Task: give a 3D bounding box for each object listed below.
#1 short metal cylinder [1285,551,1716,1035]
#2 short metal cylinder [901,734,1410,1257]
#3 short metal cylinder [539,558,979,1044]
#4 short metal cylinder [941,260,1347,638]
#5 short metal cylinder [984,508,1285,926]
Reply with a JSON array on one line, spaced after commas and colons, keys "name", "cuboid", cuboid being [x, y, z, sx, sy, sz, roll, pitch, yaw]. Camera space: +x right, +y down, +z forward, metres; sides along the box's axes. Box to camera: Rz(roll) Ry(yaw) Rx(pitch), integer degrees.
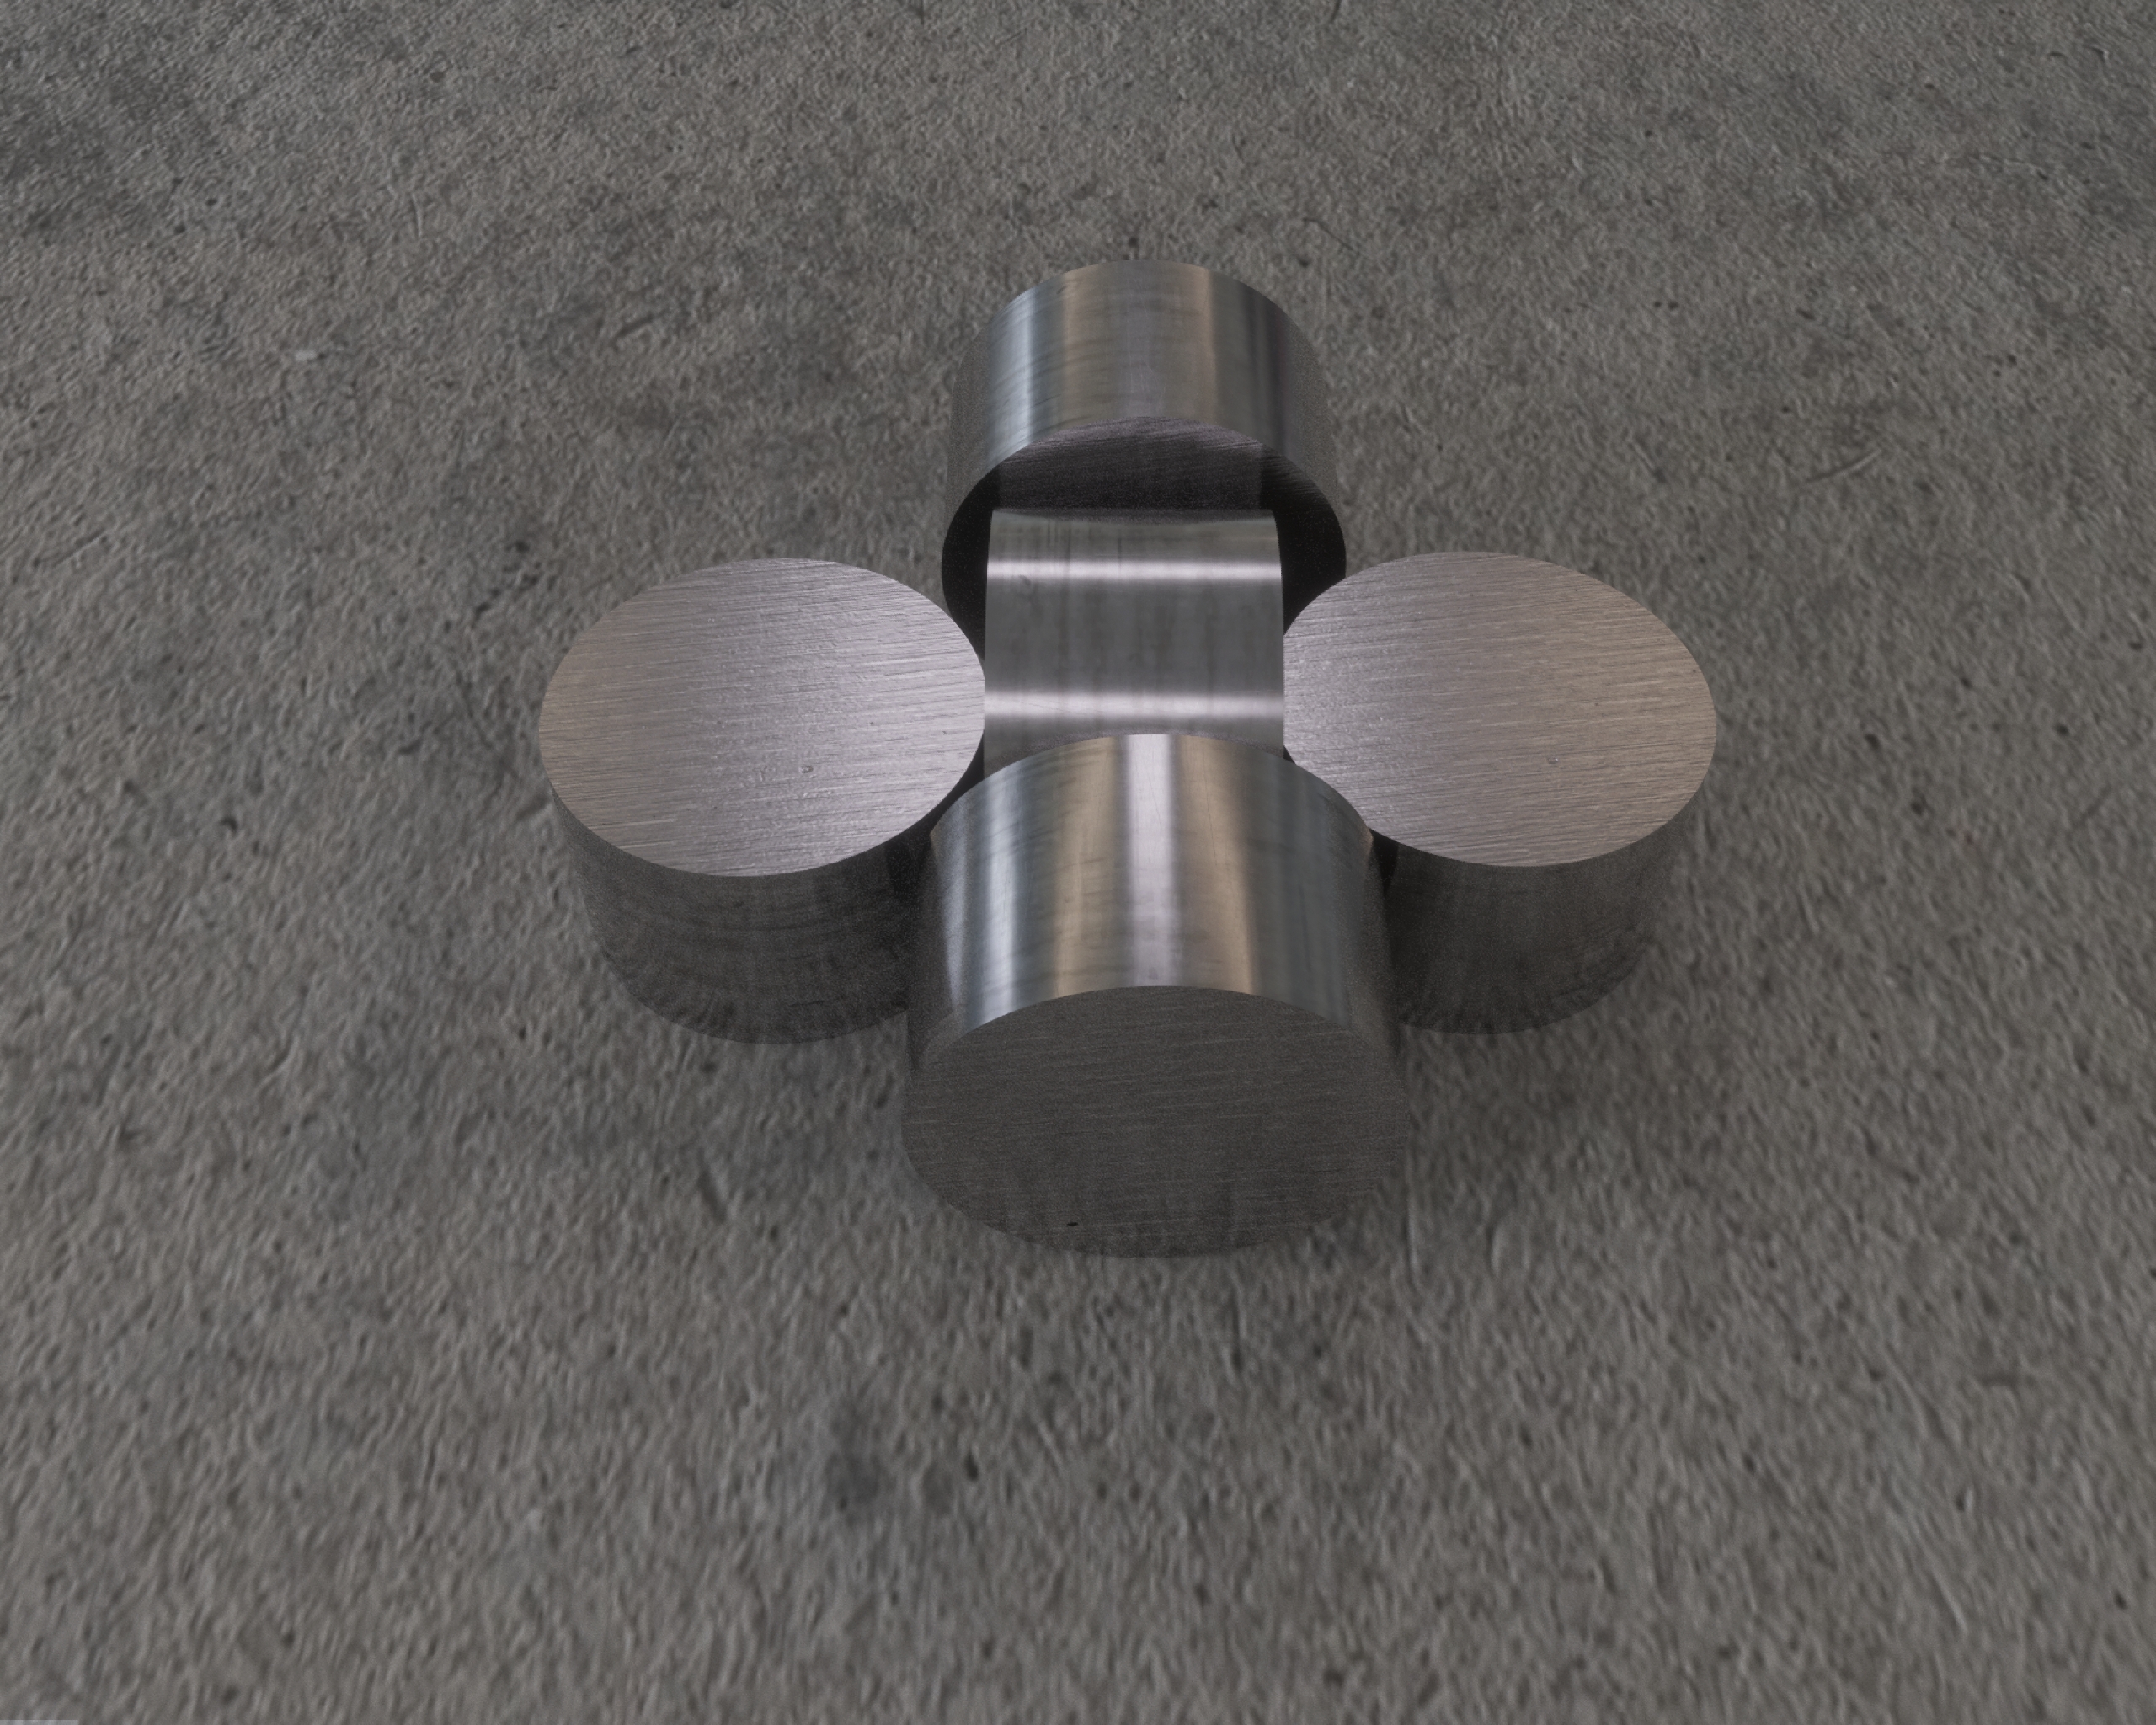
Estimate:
[{"name": "short metal cylinder", "cuboid": [0.075, -0.014, 0.399, 0.080, 0.050, 0.080, 0, 50, 0]}, {"name": "short metal cylinder", "cuboid": [0.012, 0.024, 0.347, 0.081, 0.080, 0.050, 0, 50, 0]}, {"name": "short metal cylinder", "cuboid": [-0.057, -0.012, 0.397, 0.080, 0.050, 0.080, 0, 50, 0]}, {"name": "short metal cylinder", "cuboid": [0.013, -0.076, 0.431, 0.081, 0.080, 0.050, 0, 50, 0]}, {"name": "short metal cylinder", "cuboid": [0.010, -0.026, 0.389, 0.050, 0.080, 0.080, 0, 50, 0]}]
